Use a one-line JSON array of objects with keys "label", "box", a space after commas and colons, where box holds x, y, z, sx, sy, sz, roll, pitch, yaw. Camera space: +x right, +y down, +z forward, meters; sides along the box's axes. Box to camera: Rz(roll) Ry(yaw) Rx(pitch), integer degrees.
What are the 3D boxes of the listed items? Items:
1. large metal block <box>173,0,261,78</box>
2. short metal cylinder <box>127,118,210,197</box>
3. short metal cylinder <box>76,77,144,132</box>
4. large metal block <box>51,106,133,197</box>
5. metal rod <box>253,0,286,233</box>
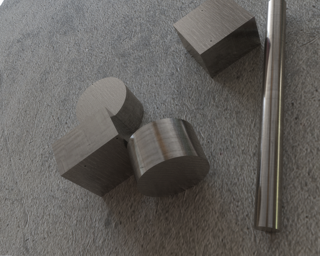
[{"label": "large metal block", "box": [0.077, -0.129, 0.427, 0.080, 0.050, 0.080, -35, 51, 5]}, {"label": "short metal cylinder", "box": [0.008, 0.034, 0.343, 0.080, 0.080, 0.050, -28, 52, 11]}, {"label": "short metal cylinder", "box": [-0.070, -0.025, 0.440, 0.080, 0.050, 0.080, -13, 56, 21]}, {"label": "large metal block", "box": [-0.071, 0.032, 0.386, 0.080, 0.080, 0.050, -36, 51, 4]}, {"label": "metal rod", "box": [0.130, -0.036, 0.357, 0.025, 0.025, 0.300, -2, 61, 27]}]
